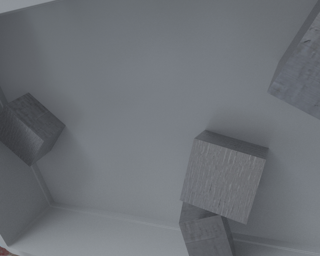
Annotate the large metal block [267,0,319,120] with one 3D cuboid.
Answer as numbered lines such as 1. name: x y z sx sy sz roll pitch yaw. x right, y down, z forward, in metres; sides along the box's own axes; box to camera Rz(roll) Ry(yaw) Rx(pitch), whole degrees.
1. large metal block: 0.139 -0.065 0.259 0.050 0.080 0.079 30 128 9

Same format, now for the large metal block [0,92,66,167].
1. large metal block: -0.215 0.004 0.508 0.080 0.050 0.080 42 129 -1

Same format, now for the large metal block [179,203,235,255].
1. large metal block: 0.064 0.137 0.405 0.050 0.080 0.080 -16 97 11

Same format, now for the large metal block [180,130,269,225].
1. large metal block: 0.077 0.055 0.371 0.080 0.050 0.079 17 107 18
